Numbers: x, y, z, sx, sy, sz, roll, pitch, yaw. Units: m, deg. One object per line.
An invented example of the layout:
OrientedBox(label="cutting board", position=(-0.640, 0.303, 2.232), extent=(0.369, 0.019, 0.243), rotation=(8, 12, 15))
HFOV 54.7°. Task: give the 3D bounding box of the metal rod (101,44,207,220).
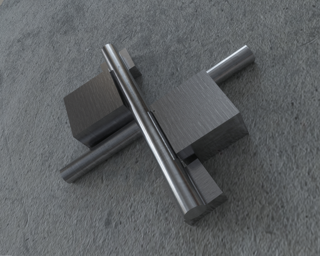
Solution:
OrientedBox(label="metal rod", position=(-0.023, -0.020, 0.396), extent=(0.025, 0.025, 0.300), rotation=(-34, 51, 6))

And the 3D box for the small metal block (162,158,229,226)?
OrientedBox(label="small metal block", position=(0.038, 0.071, 0.343), extent=(0.050, 0.025, 0.050), rotation=(-37, 51, 3))

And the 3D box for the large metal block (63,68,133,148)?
OrientedBox(label="large metal block", position=(-0.084, -0.026, 0.447), extent=(0.080, 0.050, 0.080), rotation=(-32, 52, 7))

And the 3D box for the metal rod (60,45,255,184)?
OrientedBox(label="metal rod", position=(-0.007, -0.015, 0.419), extent=(0.300, 0.025, 0.025), rotation=(-34, 52, 6))

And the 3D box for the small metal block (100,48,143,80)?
OrientedBox(label="small metal block", position=(-0.063, -0.093, 0.496), extent=(0.050, 0.025, 0.050), rotation=(-32, 52, 7))

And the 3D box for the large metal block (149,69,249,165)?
OrientedBox(label="large metal block", position=(0.046, -0.010, 0.371), extent=(0.080, 0.050, 0.080), rotation=(-34, 51, 6))
